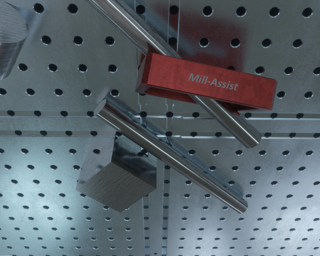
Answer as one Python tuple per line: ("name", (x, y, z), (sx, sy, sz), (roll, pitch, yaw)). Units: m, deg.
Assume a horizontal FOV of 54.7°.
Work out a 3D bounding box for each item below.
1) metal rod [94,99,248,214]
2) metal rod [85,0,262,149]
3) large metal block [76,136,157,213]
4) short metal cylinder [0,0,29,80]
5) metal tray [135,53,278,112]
("metal rod", (0.032, 0.054, 0.457), (0.301, 0.025, 0.025), (37, 121, -27))
("metal rod", (0.006, -0.074, 0.327), (0.301, 0.025, 0.025), (39, 120, -21))
("large metal block", (-0.062, 0.070, 0.454), (0.080, 0.050, 0.080), (36, 121, -27))
("short metal cylinder", (-0.176, -0.090, 0.297), (0.080, 0.080, 0.050), (28, 125, -22))
("metal tray", (0.043, -0.044, 0.332), (0.131, 0.090, 0.030), (10, 90, -9))
